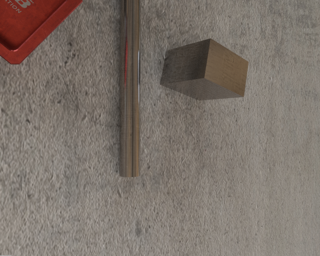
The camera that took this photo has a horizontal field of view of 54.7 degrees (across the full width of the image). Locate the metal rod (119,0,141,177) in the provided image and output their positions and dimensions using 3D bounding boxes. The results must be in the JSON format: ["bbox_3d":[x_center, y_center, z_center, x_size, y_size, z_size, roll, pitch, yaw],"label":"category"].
[{"bbox_3d":[-0.036,-0.091,0.375,0.025,0.025,0.298,0,90,-40],"label":"metal rod"}]

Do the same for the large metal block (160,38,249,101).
[{"bbox_3d":[0.060,-0.075,0.422,0.081,0.080,0.050,16,80,-39],"label":"large metal block"}]

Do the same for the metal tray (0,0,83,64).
[{"bbox_3d":[-0.143,-0.129,0.255,0.090,0.030,0.130,-44,122,3],"label":"metal tray"}]
